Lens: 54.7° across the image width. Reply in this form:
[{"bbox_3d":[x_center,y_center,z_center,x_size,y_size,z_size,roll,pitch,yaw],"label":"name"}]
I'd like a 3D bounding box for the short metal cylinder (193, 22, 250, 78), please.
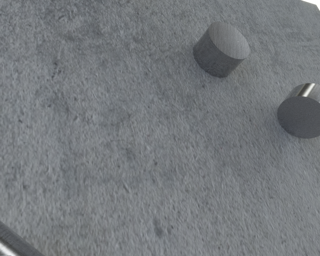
[{"bbox_3d":[0.104,-0.133,0.527,0.081,0.050,0.080,14,56,-21],"label":"short metal cylinder"}]

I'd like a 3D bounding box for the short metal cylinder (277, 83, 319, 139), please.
[{"bbox_3d":[0.247,-0.029,0.523,0.080,0.080,0.050,47,51,4],"label":"short metal cylinder"}]

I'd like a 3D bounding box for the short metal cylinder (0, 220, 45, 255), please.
[{"bbox_3d":[-0.130,0.116,0.228,0.050,0.080,0.080,40,51,-2],"label":"short metal cylinder"}]
